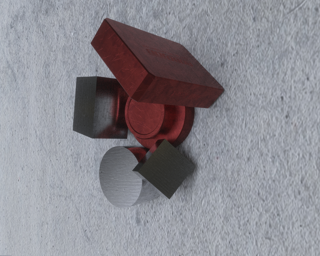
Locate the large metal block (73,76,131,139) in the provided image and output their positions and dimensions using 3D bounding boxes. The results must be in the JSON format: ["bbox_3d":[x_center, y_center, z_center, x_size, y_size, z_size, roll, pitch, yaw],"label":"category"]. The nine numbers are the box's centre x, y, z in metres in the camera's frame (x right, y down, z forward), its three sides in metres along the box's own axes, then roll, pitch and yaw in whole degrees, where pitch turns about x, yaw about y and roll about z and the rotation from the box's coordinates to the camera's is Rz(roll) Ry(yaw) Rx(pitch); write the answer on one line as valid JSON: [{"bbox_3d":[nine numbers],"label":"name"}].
[{"bbox_3d":[-0.084,-0.030,0.441,0.080,0.050,0.079,13,99,56],"label":"large metal block"}]

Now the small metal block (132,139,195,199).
[{"bbox_3d":[0.004,0.048,0.371,0.050,0.050,0.025,43,163,-11],"label":"small metal block"}]

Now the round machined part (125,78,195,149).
[{"bbox_3d":[-0.007,-0.020,0.400,0.098,0.042,0.097,0,90,39],"label":"round machined part"}]

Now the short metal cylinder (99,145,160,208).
[{"bbox_3d":[-0.036,0.063,0.418,0.080,0.050,0.079,0,90,39],"label":"short metal cylinder"}]

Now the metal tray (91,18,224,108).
[{"bbox_3d":[0.002,-0.065,0.333,0.030,0.131,0.090,-52,60,27],"label":"metal tray"}]
